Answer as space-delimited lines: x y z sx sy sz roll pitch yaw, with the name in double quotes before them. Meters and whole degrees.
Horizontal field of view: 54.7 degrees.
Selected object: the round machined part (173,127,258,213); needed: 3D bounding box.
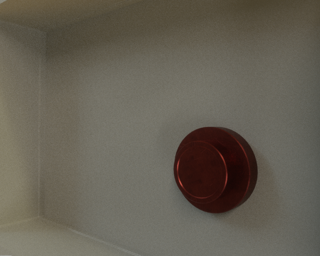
"round machined part" 0.055 0.047 0.349 0.098 0.042 0.097 0 90 39
